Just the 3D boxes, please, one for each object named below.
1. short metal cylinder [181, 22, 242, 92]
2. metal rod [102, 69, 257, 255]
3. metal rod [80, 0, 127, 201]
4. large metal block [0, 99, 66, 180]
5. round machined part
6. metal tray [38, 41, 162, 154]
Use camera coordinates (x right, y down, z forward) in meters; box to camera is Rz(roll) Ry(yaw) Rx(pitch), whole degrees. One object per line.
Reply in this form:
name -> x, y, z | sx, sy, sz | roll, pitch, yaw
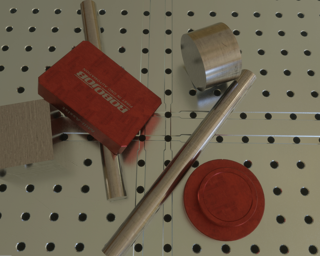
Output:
short metal cylinder -> 0.067, -0.095, 0.418 | 0.050, 0.080, 0.080 | -21, 72, -8
metal rod -> 0.034, 0.037, 0.398 | 0.025, 0.025, 0.300 | 36, 73, 12
metal rod -> -0.082, -0.051, 0.429 | 0.025, 0.025, 0.299 | -10, 70, -4
large metal block -> -0.170, 0.015, 0.391 | 0.081, 0.050, 0.080 | -10, 70, -4
round machined part -> 0.078, 0.084, 0.373 | 0.099, 0.042, 0.098 | 0, 70, -1
metal tray -> -0.074, -0.040, 0.394 | 0.130, 0.030, 0.090 | 38, 58, -3
